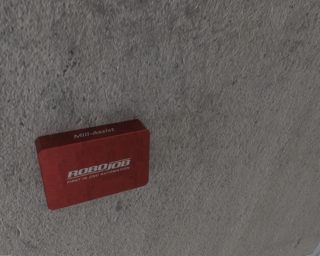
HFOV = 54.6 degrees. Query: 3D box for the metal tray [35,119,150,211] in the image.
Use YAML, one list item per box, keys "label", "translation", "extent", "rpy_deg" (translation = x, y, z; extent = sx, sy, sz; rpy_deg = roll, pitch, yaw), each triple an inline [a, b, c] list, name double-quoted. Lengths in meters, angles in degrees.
- label: "metal tray"
  translation: [-0.079, 0.044, 0.387]
  extent: [0.131, 0.030, 0.089]
  rpy_deg: [-11, 123, -22]
